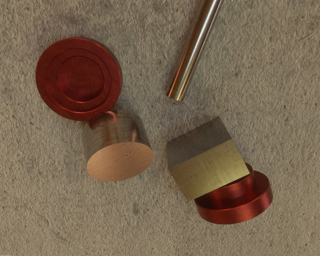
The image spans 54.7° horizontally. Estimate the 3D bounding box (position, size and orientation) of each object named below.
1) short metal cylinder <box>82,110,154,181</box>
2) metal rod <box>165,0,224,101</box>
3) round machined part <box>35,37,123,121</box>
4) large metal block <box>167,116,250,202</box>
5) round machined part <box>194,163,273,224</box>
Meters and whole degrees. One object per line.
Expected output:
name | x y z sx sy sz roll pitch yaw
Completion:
short metal cylinder | -0.053 0.023 0.385 0.081 0.050 0.080 -12 142 -10
metal rod | 0.070 -0.171 0.347 0.025 0.025 0.298 19 109 -7
round machined part | -0.094 -0.061 0.377 0.099 0.042 0.097 0 110 0
large metal block | 0.057 0.036 0.394 0.080 0.080 0.050 -27 108 9
round machined part | 0.090 0.077 0.401 0.098 0.098 0.042 -18 104 6
